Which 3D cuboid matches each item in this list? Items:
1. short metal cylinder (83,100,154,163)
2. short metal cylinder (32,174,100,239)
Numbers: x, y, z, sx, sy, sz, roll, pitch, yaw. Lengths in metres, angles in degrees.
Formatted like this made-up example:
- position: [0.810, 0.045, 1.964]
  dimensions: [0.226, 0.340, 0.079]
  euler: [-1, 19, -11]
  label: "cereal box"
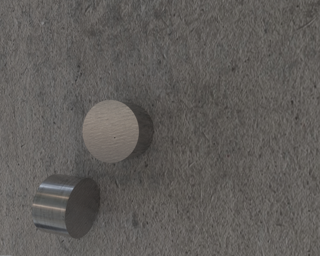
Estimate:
- position: [-0.055, 0.004, 0.415]
  dimensions: [0.080, 0.050, 0.080]
  euler: [0, 90, 20]
  label: "short metal cylinder"
- position: [-0.126, 0.106, 0.424]
  dimensions: [0.050, 0.080, 0.079]
  euler: [3, 91, 20]
  label: "short metal cylinder"
